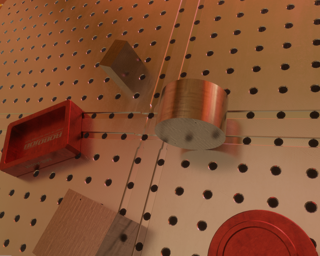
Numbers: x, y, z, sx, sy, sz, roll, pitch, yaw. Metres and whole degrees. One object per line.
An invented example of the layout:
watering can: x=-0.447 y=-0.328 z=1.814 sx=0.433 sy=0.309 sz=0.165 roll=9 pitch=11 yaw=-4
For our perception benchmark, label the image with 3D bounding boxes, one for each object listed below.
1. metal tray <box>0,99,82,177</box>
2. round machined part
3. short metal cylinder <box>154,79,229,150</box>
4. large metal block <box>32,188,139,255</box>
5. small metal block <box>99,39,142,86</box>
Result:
metal tray: x=-0.188 y=0.016 z=0.493 sx=0.130 sy=0.030 sz=0.090 roll=-19 pitch=54 yaw=17
round machined part: x=0.089 y=0.121 z=0.276 sx=0.098 sy=0.042 sz=0.098 roll=-13 pitch=56 yaw=21
short metal cylinder: x=0.038 y=-0.014 z=0.362 sx=0.080 sy=0.080 sz=0.050 roll=-4 pitch=60 yaw=26
large metal block: x=-0.085 y=0.127 z=0.359 sx=0.080 sy=0.050 sz=0.080 roll=15 pitch=70 yaw=34
small metal block: x=-0.061 y=-0.102 z=0.487 sx=0.025 sy=0.050 sz=0.050 roll=18 pitch=71 yaw=35
